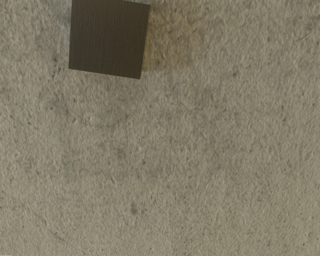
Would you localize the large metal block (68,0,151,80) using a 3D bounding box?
[{"bbox_3d":[-0.056,-0.106,0.357,0.081,0.050,0.079,8,110,-4],"label":"large metal block"}]
